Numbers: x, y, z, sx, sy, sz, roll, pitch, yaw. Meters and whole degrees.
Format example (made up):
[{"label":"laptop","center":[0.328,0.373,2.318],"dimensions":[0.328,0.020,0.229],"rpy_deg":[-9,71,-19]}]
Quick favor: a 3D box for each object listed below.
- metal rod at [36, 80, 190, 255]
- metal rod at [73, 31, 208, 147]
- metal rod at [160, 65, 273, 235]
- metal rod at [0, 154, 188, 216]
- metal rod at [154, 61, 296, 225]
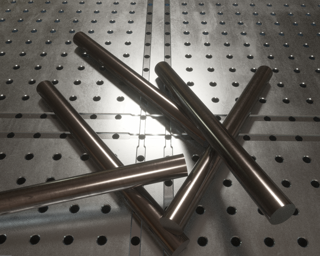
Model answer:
[{"label":"metal rod","center":[-0.074,0.030,0.381],"dimensions":[0.025,0.025,0.300],"rpy_deg":[-32,57,-24]},{"label":"metal rod","center":[-0.038,-0.070,0.465],"dimensions":[0.025,0.025,0.300],"rpy_deg":[-35,59,-26]},{"label":"metal rod","center":[0.087,0.004,0.389],"dimensions":[0.025,0.025,0.301],"rpy_deg":[25,49,19]},{"label":"metal rod","center":[-0.121,0.070,0.326],"dimensions":[0.302,0.025,0.025],"rpy_deg":[-12,51,-2]},{"label":"metal rod","center":[0.053,-0.011,0.373],"dimensions":[0.025,0.025,0.300],"rpy_deg":[-15,38,-13]}]
